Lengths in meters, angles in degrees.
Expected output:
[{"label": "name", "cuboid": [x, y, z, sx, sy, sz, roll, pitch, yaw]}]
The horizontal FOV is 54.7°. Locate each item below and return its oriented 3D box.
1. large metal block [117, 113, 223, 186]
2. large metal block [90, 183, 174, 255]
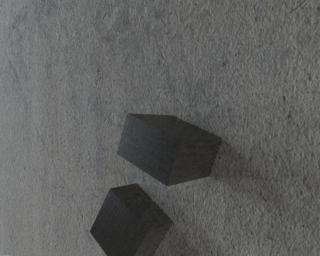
[{"label": "large metal block", "cuboid": [0.011, 0.021, 0.360, 0.080, 0.081, 0.050, 27, 107, 37]}, {"label": "large metal block", "cuboid": [-0.041, 0.135, 0.423, 0.080, 0.050, 0.079, 40, 114, 32]}]
